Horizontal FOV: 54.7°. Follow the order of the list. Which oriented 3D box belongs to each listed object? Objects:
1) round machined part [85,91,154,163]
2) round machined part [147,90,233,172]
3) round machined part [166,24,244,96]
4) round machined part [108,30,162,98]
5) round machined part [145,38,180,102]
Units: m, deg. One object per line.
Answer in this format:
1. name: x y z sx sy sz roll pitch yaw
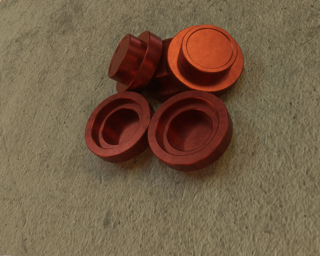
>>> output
1. round machined part: -0.048 0.002 0.417 0.098 0.042 0.098 -13 56 20
2. round machined part: 0.038 0.007 0.369 0.098 0.042 0.098 -13 56 20
3. round machined part: 0.058 -0.090 0.390 0.099 0.042 0.098 2 71 -5
4. round machined part: -0.041 -0.094 0.442 0.098 0.042 0.098 -44 33 40
5. round machined part: 0.015 -0.088 0.438 0.098 0.042 0.098 -13 56 20
